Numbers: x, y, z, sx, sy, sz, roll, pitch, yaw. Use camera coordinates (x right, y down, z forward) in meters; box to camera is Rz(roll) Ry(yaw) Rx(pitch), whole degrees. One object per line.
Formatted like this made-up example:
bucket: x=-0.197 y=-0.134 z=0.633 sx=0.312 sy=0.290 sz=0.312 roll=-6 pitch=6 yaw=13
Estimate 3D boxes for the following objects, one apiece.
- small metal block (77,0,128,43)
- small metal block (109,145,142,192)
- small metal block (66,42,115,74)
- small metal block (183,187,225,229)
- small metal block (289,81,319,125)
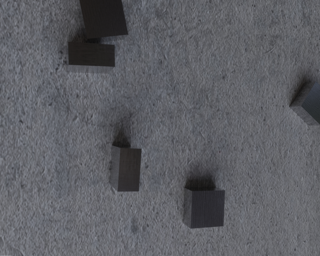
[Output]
small metal block: x=-0.071 y=-0.134 z=0.382 sx=0.050 sy=0.025 sz=0.050 roll=-13 pitch=94 yaw=-20
small metal block: x=-0.043 y=0.048 z=0.380 sx=0.025 sy=0.050 sz=0.050 roll=4 pitch=89 yaw=-20
small metal block: x=-0.083 y=-0.081 z=0.365 sx=0.050 sy=0.050 sz=0.025 roll=-2 pitch=91 yaw=-20
small metal block: x=0.061 y=0.110 z=0.432 sx=0.050 sy=0.025 sz=0.050 roll=3 pitch=89 yaw=-20
small metal block: x=0.246 y=-0.039 z=0.499 sx=0.050 sy=0.025 sz=0.050 roll=39 pitch=78 yaw=-16
